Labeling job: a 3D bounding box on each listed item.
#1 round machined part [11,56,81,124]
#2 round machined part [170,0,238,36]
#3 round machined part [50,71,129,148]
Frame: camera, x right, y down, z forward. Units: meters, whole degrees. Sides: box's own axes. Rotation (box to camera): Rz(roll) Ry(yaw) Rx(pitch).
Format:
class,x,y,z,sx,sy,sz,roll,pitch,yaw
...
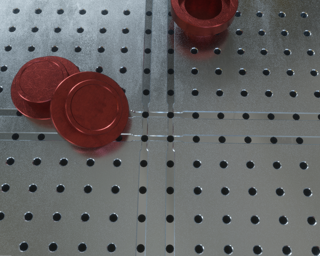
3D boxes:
class,x,y,z,sx,sy,sz,roll,pitch,yaw
round machined part,-0.154,-0.057,0.423,0.099,0.042,0.098,0,70,0
round machined part,0.065,-0.179,0.469,0.099,0.042,0.098,0,70,0
round machined part,-0.086,-0.024,0.390,0.099,0.042,0.098,2,85,-23
